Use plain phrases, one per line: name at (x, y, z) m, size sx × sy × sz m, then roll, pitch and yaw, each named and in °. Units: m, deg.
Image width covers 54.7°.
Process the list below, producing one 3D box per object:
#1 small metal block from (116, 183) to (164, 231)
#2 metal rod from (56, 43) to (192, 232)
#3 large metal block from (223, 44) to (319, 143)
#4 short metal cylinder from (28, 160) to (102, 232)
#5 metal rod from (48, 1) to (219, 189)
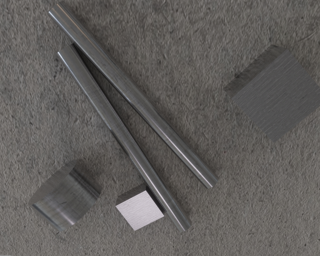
small metal block at (-0.028, 0.114, 0.452) m, size 0.050 × 0.025 × 0.050 m, roll -29°, pitch 108°, yaw 10°
metal rod at (-0.039, 0.025, 0.418) m, size 0.025 × 0.025 × 0.299 m, roll -29°, pitch 108°, yaw 10°
large metal block at (0.139, -0.043, 0.382) m, size 0.080 × 0.050 × 0.080 m, roll -43°, pitch 105°, yaw 14°
short metal cylinder at (-0.125, 0.089, 0.412) m, size 0.080 × 0.080 × 0.050 m, roll -36°, pitch 106°, yaw 12°
metal rod at (-0.023, -0.031, 0.398) m, size 0.025 × 0.025 × 0.300 m, roll -38°, pitch 106°, yaw 13°
